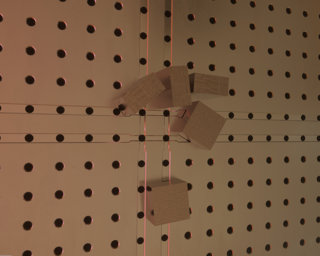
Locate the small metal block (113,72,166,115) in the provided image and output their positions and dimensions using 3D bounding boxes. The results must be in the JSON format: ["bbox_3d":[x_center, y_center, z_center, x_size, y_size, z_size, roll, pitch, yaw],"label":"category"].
[{"bbox_3d":[-0.027,-0.042,0.390,0.050,0.050,0.025,-41,104,-15],"label":"small metal block"}]

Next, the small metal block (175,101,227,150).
[{"bbox_3d":[0.057,-0.003,0.435,0.050,0.025,0.050,32,79,-18],"label":"small metal block"}]

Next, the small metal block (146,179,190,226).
[{"bbox_3d":[0.011,0.099,0.418,0.050,0.025,0.050,-6,92,-20],"label":"small metal block"}]

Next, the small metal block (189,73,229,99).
[{"bbox_3d":[0.058,-0.056,0.422,0.050,0.050,0.025,4,89,-20],"label":"small metal block"}]

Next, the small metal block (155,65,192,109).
[{"bbox_3d":[0.017,-0.052,0.407,0.025,0.050,0.050,-8,93,-20],"label":"small metal block"}]
